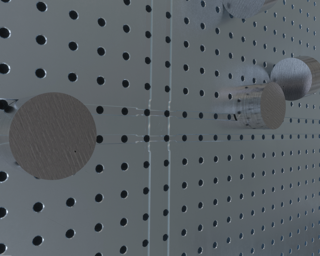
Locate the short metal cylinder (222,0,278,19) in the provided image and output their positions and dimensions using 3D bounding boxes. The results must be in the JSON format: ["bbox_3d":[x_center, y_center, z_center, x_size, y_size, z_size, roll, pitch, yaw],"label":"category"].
[{"bbox_3d":[0.145,-0.221,0.494,0.050,0.080,0.080,-32,110,-35],"label":"short metal cylinder"}]

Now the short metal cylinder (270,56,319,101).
[{"bbox_3d":[0.261,-0.095,0.591,0.050,0.080,0.079,-16,101,-39],"label":"short metal cylinder"}]

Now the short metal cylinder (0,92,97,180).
[{"bbox_3d":[-0.110,0.007,0.300,0.081,0.050,0.079,-1,91,-40],"label":"short metal cylinder"}]

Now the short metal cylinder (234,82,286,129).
[{"bbox_3d":[0.175,-0.037,0.539,0.081,0.050,0.079,0,90,-40],"label":"short metal cylinder"}]
